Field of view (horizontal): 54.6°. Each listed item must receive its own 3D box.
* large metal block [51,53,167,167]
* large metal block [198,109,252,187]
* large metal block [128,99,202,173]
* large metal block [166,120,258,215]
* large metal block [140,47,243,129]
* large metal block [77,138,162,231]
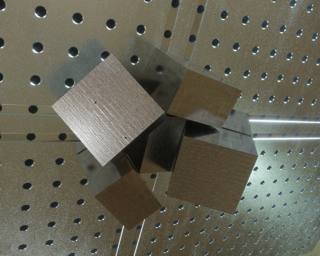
[{"bbox_3d":[-0.050,-0.017,0.329,0.080,0.080,0.050,-42,174,0],"label":"large metal block"},{"bbox_3d":[0.085,0.022,0.424,0.050,0.080,0.079,17,114,6],"label":"large metal block"},{"bbox_3d":[0.009,0.010,0.405,0.081,0.050,0.079,1,118,-29],"label":"large metal block"},{"bbox_3d":[0.059,0.044,0.364,0.080,0.050,0.079,15,114,2],"label":"large metal block"},{"bbox_3d":[0.033,-0.047,0.364,0.081,0.080,0.050,14,111,-34],"label":"large metal block"},{"bbox_3d":[-0.051,0.066,0.386,0.050,0.080,0.080,-35,130,-6],"label":"large metal block"}]
